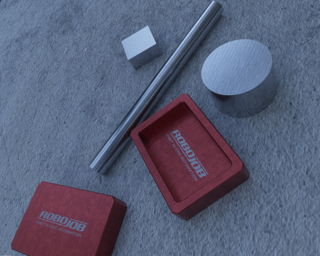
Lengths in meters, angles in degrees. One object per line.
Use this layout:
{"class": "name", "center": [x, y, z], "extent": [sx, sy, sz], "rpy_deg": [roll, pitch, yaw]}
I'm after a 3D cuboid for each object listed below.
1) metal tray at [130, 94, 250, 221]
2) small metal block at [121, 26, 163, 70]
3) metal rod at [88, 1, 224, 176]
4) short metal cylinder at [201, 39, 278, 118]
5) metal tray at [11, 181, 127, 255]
{"class": "metal tray", "center": [0.030, 0.029, 0.366], "extent": [0.090, 0.030, 0.130], "rpy_deg": [-36, 51, 4]}
{"class": "small metal block", "center": [-0.029, -0.129, 0.497], "extent": [0.050, 0.025, 0.050], "rpy_deg": [-28, 52, 10]}
{"class": "metal rod", "center": [0.000, -0.063, 0.441], "extent": [0.025, 0.025, 0.300], "rpy_deg": [27, 76, 37]}
{"class": "short metal cylinder", "center": [0.096, -0.059, 0.373], "extent": [0.080, 0.050, 0.080], "rpy_deg": [-13, 56, 20]}
{"class": "metal tray", "center": [-0.114, 0.122, 0.384], "extent": [0.130, 0.030, 0.090], "rpy_deg": [4, 63, 29]}
